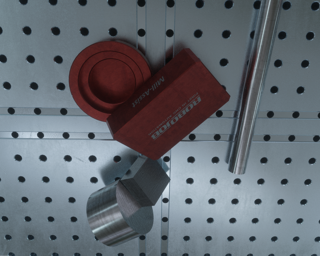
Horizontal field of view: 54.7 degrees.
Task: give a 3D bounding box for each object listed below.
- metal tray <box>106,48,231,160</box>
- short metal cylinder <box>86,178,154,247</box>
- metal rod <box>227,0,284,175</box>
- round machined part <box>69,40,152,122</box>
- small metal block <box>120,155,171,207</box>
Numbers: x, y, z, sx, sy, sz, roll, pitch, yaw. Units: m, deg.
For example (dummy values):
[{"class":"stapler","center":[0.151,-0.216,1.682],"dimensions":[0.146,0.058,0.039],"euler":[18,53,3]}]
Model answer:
[{"class":"metal tray","center":[0.012,-0.023,0.377],"dimensions":[0.130,0.030,0.090],"euler":[-41,140,12]},{"class":"short metal cylinder","center":[-0.053,0.113,0.421],"dimensions":[0.050,0.080,0.080],"euler":[-29,108,21]},{"class":"metal rod","center":[0.123,-0.079,0.385],"dimensions":[0.025,0.025,0.298],"euler":[5,110,-3]},{"class":"round machined part","center":[-0.058,-0.059,0.382],"dimensions":[0.099,0.042,0.097],"euler":[0,110,-1]},{"class":"small metal block","center":[-0.018,0.071,0.423],"dimensions":[0.025,0.050,0.050],"euler":[-18,114,41]}]
